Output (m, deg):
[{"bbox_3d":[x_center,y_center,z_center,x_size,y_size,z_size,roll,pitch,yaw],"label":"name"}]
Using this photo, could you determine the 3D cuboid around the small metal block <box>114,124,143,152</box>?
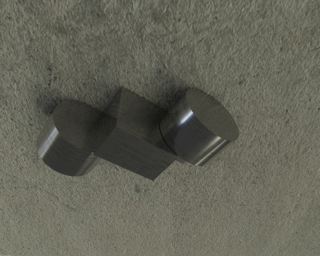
[{"bbox_3d":[-0.052,0.021,0.427,0.050,0.025,0.050,28,125,-22],"label":"small metal block"}]

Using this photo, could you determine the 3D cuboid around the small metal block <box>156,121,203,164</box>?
[{"bbox_3d":[0.027,0.016,0.423,0.050,0.025,0.050,28,125,-22],"label":"small metal block"}]

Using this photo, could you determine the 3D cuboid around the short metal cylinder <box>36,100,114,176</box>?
[{"bbox_3d":[-0.103,0.012,0.382,0.080,0.080,0.050,28,125,-22],"label":"short metal cylinder"}]

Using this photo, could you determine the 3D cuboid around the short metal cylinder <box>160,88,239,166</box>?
[{"bbox_3d":[0.047,-0.001,0.372,0.080,0.080,0.050,28,125,-22],"label":"short metal cylinder"}]

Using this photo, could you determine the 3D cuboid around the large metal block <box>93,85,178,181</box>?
[{"bbox_3d":[-0.027,0.006,0.378,0.080,0.080,0.050,28,124,-22],"label":"large metal block"}]
